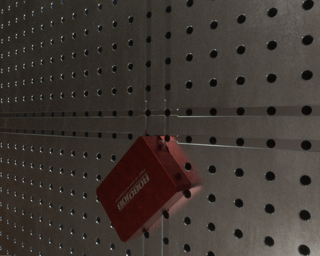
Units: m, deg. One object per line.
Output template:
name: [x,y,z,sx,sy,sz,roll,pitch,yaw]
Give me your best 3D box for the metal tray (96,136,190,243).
metal tray: [-0.029,0.084,0.428,0.129,0.030,0.090,-50,61,28]
